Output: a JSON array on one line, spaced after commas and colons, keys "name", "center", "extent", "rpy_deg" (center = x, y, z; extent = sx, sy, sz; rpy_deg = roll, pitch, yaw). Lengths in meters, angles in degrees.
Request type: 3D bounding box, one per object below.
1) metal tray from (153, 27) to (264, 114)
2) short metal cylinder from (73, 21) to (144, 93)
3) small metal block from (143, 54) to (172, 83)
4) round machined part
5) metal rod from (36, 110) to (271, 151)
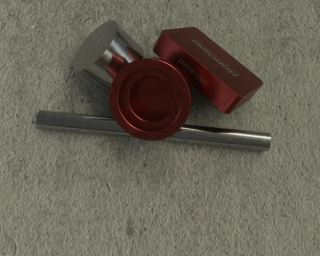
[{"name": "metal tray", "center": [0.065, -0.081, 0.410], "extent": [0.130, 0.030, 0.091], "rpy_deg": [44, 37, 14]}, {"name": "short metal cylinder", "center": [-0.068, -0.093, 0.409], "extent": [0.080, 0.050, 0.080], "rpy_deg": [-25, 45, 29]}, {"name": "small metal block", "center": [-0.001, -0.068, 0.419], "extent": [0.050, 0.050, 0.025], "rpy_deg": [22, 72, 8]}, {"name": "round machined part", "center": [-0.009, -0.037, 0.381], "extent": [0.098, 0.042, 0.097], "rpy_deg": [3, 105, 11]}, {"name": "metal rod", "center": [-0.009, 0.003, 0.408], "extent": [0.302, 0.025, 0.025], "rpy_deg": [6, 70, 2]}]
